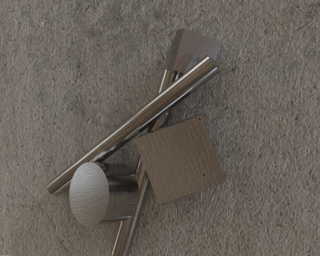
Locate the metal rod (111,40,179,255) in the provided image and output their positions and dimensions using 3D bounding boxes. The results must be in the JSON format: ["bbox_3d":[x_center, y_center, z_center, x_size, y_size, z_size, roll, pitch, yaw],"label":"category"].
[{"bbox_3d":[-0.014,0.033,0.414,0.025,0.025,0.298,18,96,19],"label":"metal rod"}]

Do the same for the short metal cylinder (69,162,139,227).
[{"bbox_3d":[-0.075,0.086,0.410,0.080,0.050,0.080,-7,79,39],"label":"short metal cylinder"}]

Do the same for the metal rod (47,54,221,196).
[{"bbox_3d":[-0.049,0.009,0.409,0.299,0.025,0.025,-37,78,23],"label":"metal rod"}]

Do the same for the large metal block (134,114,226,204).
[{"bbox_3d":[0.025,0.034,0.372,0.080,0.050,0.080,-20,93,6],"label":"large metal block"}]

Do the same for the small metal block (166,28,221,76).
[{"bbox_3d":[0.041,-0.089,0.382,0.050,0.025,0.050,14,96,-21],"label":"small metal block"}]
